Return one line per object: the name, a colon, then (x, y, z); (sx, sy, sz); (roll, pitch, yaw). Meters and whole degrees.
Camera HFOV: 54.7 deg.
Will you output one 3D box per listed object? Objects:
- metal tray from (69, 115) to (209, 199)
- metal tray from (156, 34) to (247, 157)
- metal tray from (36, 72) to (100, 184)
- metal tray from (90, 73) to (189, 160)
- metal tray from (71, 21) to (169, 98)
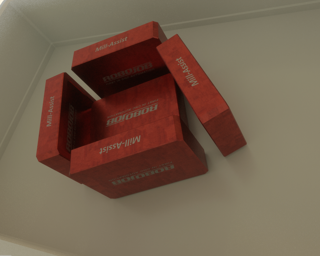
metal tray: (-0.022, 0.038, 0.348); (0.130, 0.090, 0.030); (-19, 55, 17)
metal tray: (0.047, -0.039, 0.360); (0.030, 0.090, 0.130); (-32, 52, 8)
metal tray: (-0.118, 0.000, 0.421); (0.030, 0.090, 0.130); (-19, 54, 17)
metal tray: (-0.031, -0.013, 0.422); (0.130, 0.030, 0.090); (-18, 55, 17)
metal tray: (-0.045, -0.088, 0.437); (0.130, 0.090, 0.030); (-15, 56, 19)
